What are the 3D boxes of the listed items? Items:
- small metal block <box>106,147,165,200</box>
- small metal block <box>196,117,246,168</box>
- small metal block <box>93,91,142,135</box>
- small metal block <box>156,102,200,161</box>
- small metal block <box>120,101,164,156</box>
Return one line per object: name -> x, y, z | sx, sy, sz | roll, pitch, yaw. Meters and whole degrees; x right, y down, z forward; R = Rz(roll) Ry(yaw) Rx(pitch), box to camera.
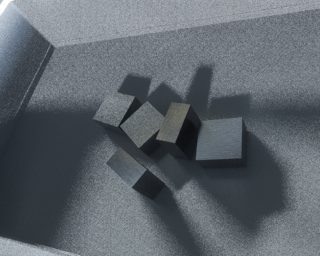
small metal block -> -0.028, 0.054, 0.367 | 0.050, 0.050, 0.025 | 35, 82, 37
small metal block -> 0.071, 0.018, 0.354 | 0.050, 0.025, 0.050 | -5, 59, 25
small metal block -> -0.060, -0.022, 0.446 | 0.050, 0.025, 0.050 | 16, 70, 34
small metal block -> 0.025, 0.005, 0.370 | 0.025, 0.050, 0.050 | 10, 67, 31
small metal block -> -0.017, 0.000, 0.410 | 0.050, 0.025, 0.050 | -43, 51, -2
